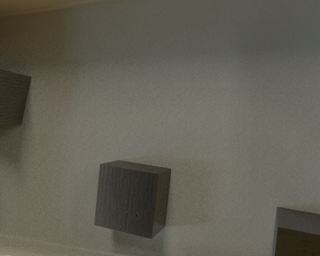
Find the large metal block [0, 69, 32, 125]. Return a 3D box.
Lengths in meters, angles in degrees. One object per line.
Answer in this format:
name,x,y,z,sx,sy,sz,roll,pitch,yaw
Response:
large metal block,-0.252,-0.050,0.470,0.050,0.080,0.080,16,95,19

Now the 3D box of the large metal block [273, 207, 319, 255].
large metal block,0.163,0.124,0.324,0.080,0.080,0.050,6,92,20

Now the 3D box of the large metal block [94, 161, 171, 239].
large metal block,-0.035,0.090,0.409,0.080,0.050,0.079,7,92,20
